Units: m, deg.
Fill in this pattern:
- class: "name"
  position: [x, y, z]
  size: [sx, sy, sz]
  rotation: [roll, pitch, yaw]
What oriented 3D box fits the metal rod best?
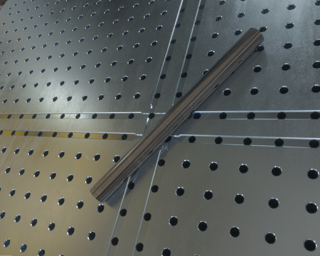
- class: "metal rod"
  position: [0.024, -0.019, 0.407]
  size: [0.300, 0.025, 0.025]
  rotation: [-45, 51, -4]
